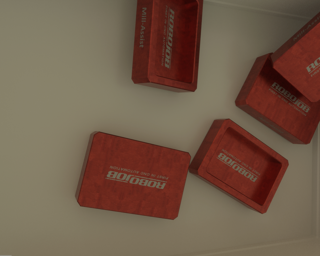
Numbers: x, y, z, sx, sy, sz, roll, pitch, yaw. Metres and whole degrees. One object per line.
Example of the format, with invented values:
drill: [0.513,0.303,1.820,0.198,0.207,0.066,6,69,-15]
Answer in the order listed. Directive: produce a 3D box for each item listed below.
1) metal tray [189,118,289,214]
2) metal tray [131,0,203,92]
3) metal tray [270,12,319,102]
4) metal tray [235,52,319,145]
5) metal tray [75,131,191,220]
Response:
metal tray: [0.117,0.056,0.452,0.130,0.030,0.090,33,79,-18]
metal tray: [0.012,-0.115,0.393,0.091,0.030,0.129,5,89,-45]
metal tray: [0.230,-0.106,0.417,0.090,0.030,0.129,37,122,-14]
metal tray: [0.190,-0.043,0.477,0.131,0.030,0.090,31,80,-16]
metal tray: [-0.032,0.062,0.397,0.131,0.030,0.090,15,85,-20]
